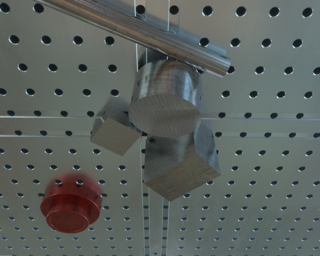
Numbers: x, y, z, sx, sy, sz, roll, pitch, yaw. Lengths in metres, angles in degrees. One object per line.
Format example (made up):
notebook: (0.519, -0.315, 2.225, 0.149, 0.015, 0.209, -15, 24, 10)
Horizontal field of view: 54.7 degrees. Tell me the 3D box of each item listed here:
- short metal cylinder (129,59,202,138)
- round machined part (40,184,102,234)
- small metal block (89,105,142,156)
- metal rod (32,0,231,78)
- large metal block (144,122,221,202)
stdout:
short metal cylinder: (0.008, -0.031, 0.355, 0.080, 0.050, 0.080, 4, 146, 3)
round machined part: (-0.150, 0.140, 0.518, 0.099, 0.042, 0.097, 0, 130, 0)
small metal block: (-0.058, 0.005, 0.415, 0.050, 0.025, 0.050, 28, 125, -22)
metal rod: (-0.064, -0.116, 0.312, 0.302, 0.025, 0.025, 19, 128, -16)
large metal block: (0.027, 0.037, 0.407, 0.080, 0.080, 0.050, -34, 123, 25)
